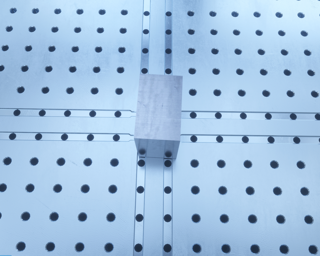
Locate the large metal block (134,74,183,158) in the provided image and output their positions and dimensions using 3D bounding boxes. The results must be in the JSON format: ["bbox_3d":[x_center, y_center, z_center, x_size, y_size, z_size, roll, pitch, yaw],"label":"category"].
[{"bbox_3d":[-0.001,-0.012,0.386,0.050,0.080,0.080,3,70,1],"label":"large metal block"}]
